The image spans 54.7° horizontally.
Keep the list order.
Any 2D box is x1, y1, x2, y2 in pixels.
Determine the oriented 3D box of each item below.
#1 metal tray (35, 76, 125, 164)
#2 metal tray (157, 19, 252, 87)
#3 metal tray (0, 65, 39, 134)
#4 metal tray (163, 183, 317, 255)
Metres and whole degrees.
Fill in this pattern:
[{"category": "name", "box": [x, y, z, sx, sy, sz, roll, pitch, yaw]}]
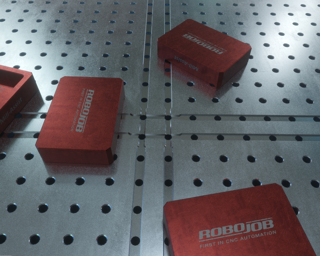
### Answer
[{"category": "metal tray", "box": [-0.101, -0.015, 0.416, 0.091, 0.030, 0.130, 2, 50, 1]}, {"category": "metal tray", "box": [0.071, -0.128, 0.513, 0.130, 0.030, 0.090, 34, 57, 24]}, {"category": "metal tray", "box": [-0.246, -0.035, 0.430, 0.090, 0.030, 0.130, 14, 51, 11]}, {"category": "metal tray", "box": [0.075, 0.111, 0.312, 0.131, 0.030, 0.090, -8, 51, -7]}]
